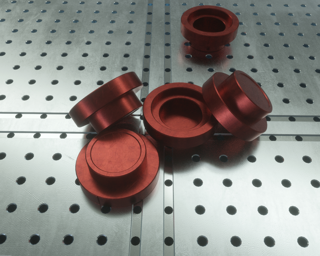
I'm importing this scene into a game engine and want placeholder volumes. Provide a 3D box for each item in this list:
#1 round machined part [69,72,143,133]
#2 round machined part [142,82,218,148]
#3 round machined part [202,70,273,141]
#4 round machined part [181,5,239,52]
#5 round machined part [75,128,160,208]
[{"bbox_3d":[-0.061,-0.027,0.394,0.099,0.098,0.042,-35,93,-26],"label":"round machined part"},{"bbox_3d":[0.027,-0.012,0.407,0.099,0.042,0.098,1,50,0],"label":"round machined part"},{"bbox_3d":[0.104,-0.035,0.395,0.098,0.042,0.098,29,38,-25],"label":"round machined part"},{"bbox_3d":[0.085,-0.170,0.541,0.099,0.042,0.098,0,50,0],"label":"round machined part"},{"bbox_3d":[-0.050,0.039,0.363,0.099,0.042,0.098,0,50,0],"label":"round machined part"}]
